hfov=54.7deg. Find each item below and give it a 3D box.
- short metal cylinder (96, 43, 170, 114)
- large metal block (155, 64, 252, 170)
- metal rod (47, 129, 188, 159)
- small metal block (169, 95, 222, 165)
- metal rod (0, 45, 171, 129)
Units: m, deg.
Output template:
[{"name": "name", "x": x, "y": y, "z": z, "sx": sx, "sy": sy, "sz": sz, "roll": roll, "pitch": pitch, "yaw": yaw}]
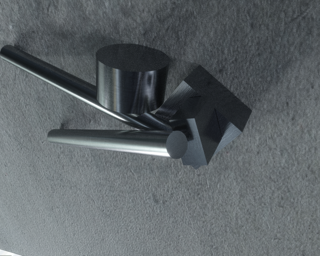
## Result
[{"name": "short metal cylinder", "x": -0.032, "y": -0.058, "z": 0.354, "sx": 0.080, "sy": 0.080, "sz": 0.050, "roll": 19, "pitch": 126, "yaw": 16}, {"name": "large metal block", "x": 0.044, "y": -0.011, "z": 0.359, "sx": 0.080, "sy": 0.050, "sz": 0.080, "roll": 42, "pitch": 130, "yaw": 0}, {"name": "metal rod", "x": -0.078, "y": 0.014, "z": 0.388, "sx": 0.300, "sy": 0.025, "sz": 0.025, "roll": 0, "pitch": 121, "yaw": 52}, {"name": "small metal block", "x": 0.037, "y": 0.002, "z": 0.305, "sx": 0.025, "sy": 0.050, "sz": 0.050, "roll": -4, "pitch": 117, "yaw": 30}, {"name": "metal rod", "x": -0.103, "y": -0.050, "z": 0.393, "sx": 0.300, "sy": 0.025, "sz": 0.025, "roll": 27, "pitch": 128, "yaw": 25}]
